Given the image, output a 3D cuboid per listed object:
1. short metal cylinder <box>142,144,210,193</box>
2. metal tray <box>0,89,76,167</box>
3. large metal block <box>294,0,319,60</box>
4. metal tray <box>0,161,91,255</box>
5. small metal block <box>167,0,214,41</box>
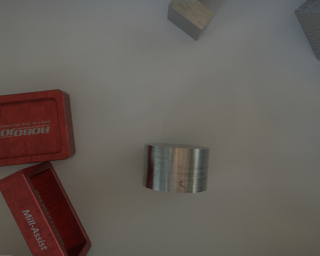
[{"bbox_3d":[0.019,0.047,0.384,0.081,0.080,0.050,4,90,-1],"label":"short metal cylinder"},{"bbox_3d":[-0.184,0.002,0.406,0.131,0.030,0.089,-6,90,-1],"label":"metal tray"},{"bbox_3d":[0.223,-0.122,0.372,0.050,0.080,0.080,-41,117,2],"label":"large metal block"},{"bbox_3d":[-0.134,0.109,0.377,0.030,0.090,0.129,-26,90,0],"label":"metal tray"},{"bbox_3d":[0.038,-0.144,0.399,0.050,0.050,0.025,37,90,-1],"label":"small metal block"}]
